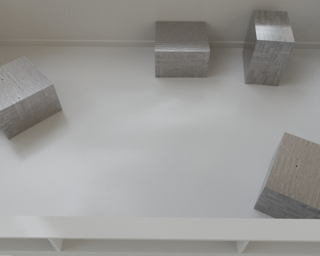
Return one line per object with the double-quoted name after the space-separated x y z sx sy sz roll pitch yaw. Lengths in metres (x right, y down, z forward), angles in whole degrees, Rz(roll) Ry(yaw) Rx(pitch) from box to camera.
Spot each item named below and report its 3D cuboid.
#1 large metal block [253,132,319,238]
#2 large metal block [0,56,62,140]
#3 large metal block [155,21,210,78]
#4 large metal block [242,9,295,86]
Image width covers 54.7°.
0.159 0.062 0.338 0.080 0.050 0.080 22 54 18 "large metal block"
-0.196 -0.043 0.424 0.080 0.050 0.080 -35 58 -26 "large metal block"
0.033 -0.126 0.495 0.080 0.050 0.080 0 50 0 "large metal block"
0.161 -0.122 0.473 0.050 0.080 0.080 6 50 5 "large metal block"
